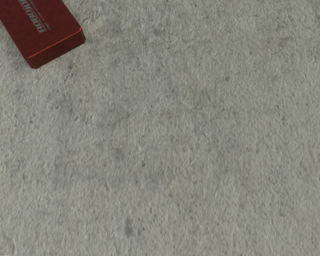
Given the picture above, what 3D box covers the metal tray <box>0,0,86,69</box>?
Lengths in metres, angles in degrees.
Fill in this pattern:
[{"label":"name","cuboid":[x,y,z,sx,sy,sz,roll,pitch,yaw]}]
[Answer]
[{"label":"metal tray","cuboid":[-0.184,-0.162,0.462,0.090,0.030,0.130,-33,74,-12]}]
